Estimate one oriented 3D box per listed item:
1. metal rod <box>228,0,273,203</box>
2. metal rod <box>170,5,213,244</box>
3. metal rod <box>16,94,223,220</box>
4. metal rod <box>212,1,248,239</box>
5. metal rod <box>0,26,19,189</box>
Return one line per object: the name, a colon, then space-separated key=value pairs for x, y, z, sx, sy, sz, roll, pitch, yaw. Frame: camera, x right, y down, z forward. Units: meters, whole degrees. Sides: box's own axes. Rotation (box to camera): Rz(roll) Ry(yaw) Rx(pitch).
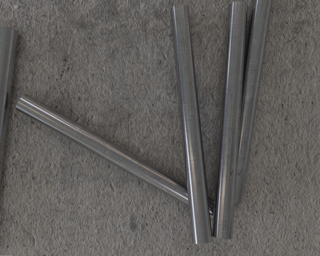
metal rod: x=0.118 y=-0.051 z=0.410 sx=0.025 sy=0.025 sz=0.298 roll=9 pitch=90 yaw=0
metal rod: x=0.039 y=-0.009 z=0.394 sx=0.025 sy=0.025 sz=0.298 roll=-5 pitch=84 yaw=0
metal rod: x=-0.050 y=0.040 z=0.409 sx=0.301 sy=0.025 sz=0.025 roll=29 pitch=90 yaw=0
metal rod: x=0.090 y=-0.014 z=0.396 sx=0.025 sy=0.025 sz=0.298 roll=5 pitch=85 yaw=0
metal rod: x=-0.217 y=0.018 z=0.408 sx=0.025 sy=0.025 sz=0.298 roll=7 pitch=90 yaw=0
